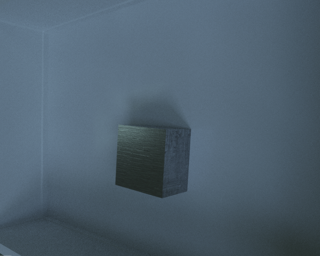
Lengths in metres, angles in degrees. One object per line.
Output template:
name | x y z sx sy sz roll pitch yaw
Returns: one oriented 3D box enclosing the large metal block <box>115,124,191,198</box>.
large metal block | -0.010 0.038 0.400 0.080 0.050 0.080 6 94 40
